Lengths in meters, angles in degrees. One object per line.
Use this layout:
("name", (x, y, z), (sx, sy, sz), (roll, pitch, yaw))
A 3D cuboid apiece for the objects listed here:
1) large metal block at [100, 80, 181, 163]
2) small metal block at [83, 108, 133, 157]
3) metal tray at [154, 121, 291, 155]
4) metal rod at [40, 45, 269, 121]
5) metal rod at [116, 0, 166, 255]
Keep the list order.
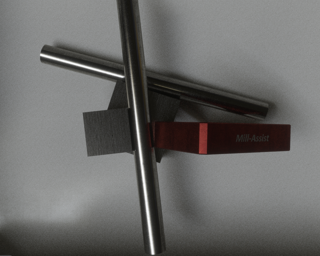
("large metal block", (-0.026, -0.008, 0.397), (0.080, 0.050, 0.080), (18, 90, -1))
("small metal block", (-0.059, 0.005, 0.359), (0.050, 0.025, 0.050), (-6, 90, -1))
("metal tray", (0.071, 0.009, 0.352), (0.131, 0.090, 0.030), (1, 91, -32))
("metal rod", (-0.007, -0.060, 0.410), (0.302, 0.025, 0.025), (15, 90, -1))
("metal rod", (-0.022, -0.006, 0.360), (0.025, 0.025, 0.298), (-6, 90, 0))
